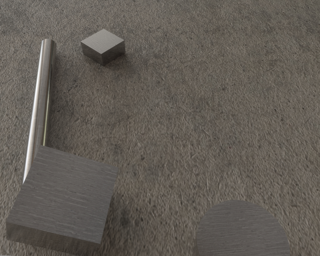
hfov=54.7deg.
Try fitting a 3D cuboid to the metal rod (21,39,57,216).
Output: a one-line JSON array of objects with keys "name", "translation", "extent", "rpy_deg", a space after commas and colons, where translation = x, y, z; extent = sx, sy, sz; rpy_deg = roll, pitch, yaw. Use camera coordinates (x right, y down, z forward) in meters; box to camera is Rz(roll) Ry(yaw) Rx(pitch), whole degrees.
[{"name": "metal rod", "translation": [-0.161, -0.025, 0.421], "extent": [0.025, 0.025, 0.300], "rpy_deg": [-7, 50, -6]}]

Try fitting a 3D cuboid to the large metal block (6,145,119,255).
[{"name": "large metal block", "translation": [-0.094, 0.073, 0.308], "extent": [0.080, 0.050, 0.080], "rpy_deg": [18, 49, -12]}]

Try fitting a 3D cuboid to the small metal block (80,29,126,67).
[{"name": "small metal block", "translation": [-0.094, -0.134, 0.515], "extent": [0.050, 0.025, 0.050], "rpy_deg": [34, 58, 25]}]

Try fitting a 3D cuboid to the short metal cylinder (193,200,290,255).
[{"name": "short metal cylinder", "translation": [0.073, 0.116, 0.291], "extent": [0.081, 0.050, 0.080], "rpy_deg": [0, 50, 0]}]
